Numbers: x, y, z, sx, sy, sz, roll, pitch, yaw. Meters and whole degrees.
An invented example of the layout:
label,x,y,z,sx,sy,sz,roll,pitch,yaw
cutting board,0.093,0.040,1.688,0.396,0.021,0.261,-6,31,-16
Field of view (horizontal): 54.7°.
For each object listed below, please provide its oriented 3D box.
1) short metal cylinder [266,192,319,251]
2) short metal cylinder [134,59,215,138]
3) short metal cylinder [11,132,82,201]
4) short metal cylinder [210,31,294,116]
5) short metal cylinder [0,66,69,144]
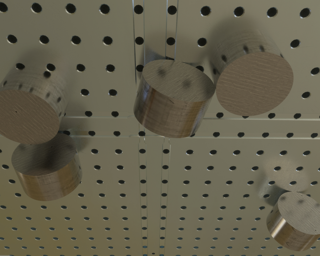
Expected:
label,x,y,z,sx,sy,sz,roll,pitch,yaw
short metal cylinder,0.224,0.152,0.509,0.081,0.080,0.050,6,130,-6
short metal cylinder,0.015,-0.034,0.347,0.081,0.080,0.050,11,129,-10
short metal cylinder,-0.149,0.050,0.416,0.081,0.080,0.050,0,130,-1
short metal cylinder,0.099,-0.060,0.346,0.081,0.050,0.079,0,130,0
short metal cylinder,-0.156,-0.026,0.371,0.081,0.050,0.079,0,130,0
